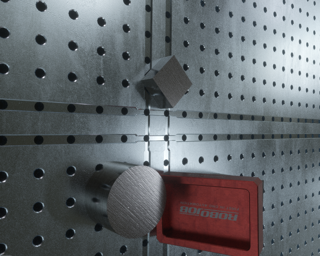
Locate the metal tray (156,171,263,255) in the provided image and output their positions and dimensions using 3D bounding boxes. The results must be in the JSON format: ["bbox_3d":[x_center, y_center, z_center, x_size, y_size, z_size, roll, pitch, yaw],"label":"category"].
[{"bbox_3d":[0.059,0.105,0.389,0.030,0.130,0.089,-3,92,-63],"label":"metal tray"}]

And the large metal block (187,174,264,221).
[{"bbox_3d":[0.092,0.097,0.451,0.081,0.080,0.050,5,87,-40],"label":"large metal block"}]

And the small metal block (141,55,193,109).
[{"bbox_3d":[0.010,-0.062,0.417,0.050,0.025,0.050,-52,120,-27],"label":"small metal block"}]

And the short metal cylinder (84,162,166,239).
[{"bbox_3d":[-0.039,0.081,0.360,0.081,0.050,0.079,0,90,-40],"label":"short metal cylinder"}]
